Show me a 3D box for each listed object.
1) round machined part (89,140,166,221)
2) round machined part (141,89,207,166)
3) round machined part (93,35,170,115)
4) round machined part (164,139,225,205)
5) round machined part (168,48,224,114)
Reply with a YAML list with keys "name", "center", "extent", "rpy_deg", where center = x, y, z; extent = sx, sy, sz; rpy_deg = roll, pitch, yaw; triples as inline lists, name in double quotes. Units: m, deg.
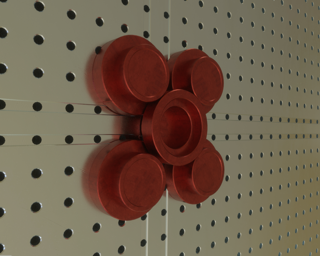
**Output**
- name: "round machined part"
  center: [-0.031, 0.063, 0.374]
  extent: [0.099, 0.042, 0.097]
  rpy_deg: [0, 90, -40]
- name: "round machined part"
  center: [0.015, -0.001, 0.410]
  extent: [0.099, 0.042, 0.097]
  rpy_deg: [0, 90, -40]
- name: "round machined part"
  center: [-0.027, -0.064, 0.376]
  extent: [0.099, 0.042, 0.097]
  rpy_deg: [0, 90, -40]
- name: "round machined part"
  center: [0.055, 0.061, 0.446]
  extent: [0.099, 0.042, 0.097]
  rpy_deg: [0, 90, -40]
- name: "round machined part"
  center: [0.054, -0.065, 0.445]
  extent: [0.099, 0.042, 0.097]
  rpy_deg: [0, 90, -40]
